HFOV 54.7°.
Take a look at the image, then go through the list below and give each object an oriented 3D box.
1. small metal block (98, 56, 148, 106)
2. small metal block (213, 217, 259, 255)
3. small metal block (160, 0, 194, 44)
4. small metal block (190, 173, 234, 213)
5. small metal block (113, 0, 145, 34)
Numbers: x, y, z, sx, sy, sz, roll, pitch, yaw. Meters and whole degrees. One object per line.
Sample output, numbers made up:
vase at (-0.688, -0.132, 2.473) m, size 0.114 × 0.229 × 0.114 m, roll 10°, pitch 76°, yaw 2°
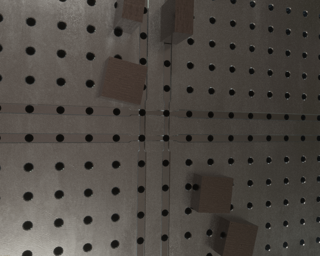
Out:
small metal block at (-0.047, -0.058, 0.396) m, size 0.050 × 0.025 × 0.050 m, roll 12°, pitch 86°, yaw -20°
small metal block at (0.112, 0.162, 0.456) m, size 0.050 × 0.025 × 0.050 m, roll 15°, pitch 85°, yaw -20°
small metal block at (0.022, -0.143, 0.408) m, size 0.025 × 0.050 × 0.050 m, roll 2°, pitch 90°, yaw -20°
small metal block at (0.074, 0.093, 0.442) m, size 0.050 × 0.025 × 0.050 m, roll 7°, pitch 88°, yaw -20°
small metal block at (-0.038, -0.151, 0.386) m, size 0.025 × 0.050 × 0.050 m, roll 8°, pitch 87°, yaw -20°
